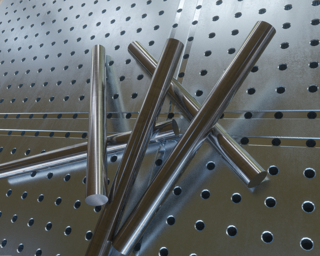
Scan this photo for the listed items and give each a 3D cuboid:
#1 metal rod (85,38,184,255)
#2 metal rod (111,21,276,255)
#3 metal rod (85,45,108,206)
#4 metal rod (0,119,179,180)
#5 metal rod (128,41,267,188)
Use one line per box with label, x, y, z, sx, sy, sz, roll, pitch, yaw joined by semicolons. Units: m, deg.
metal rod;-0.030;0.026;0.378;0.025;0.025;0.299;12;76;33
metal rod;0.039;0.010;0.351;0.025;0.025;0.299;33;89;38
metal rod;-0.089;-0.028;0.445;0.025;0.025;0.300;-23;46;14
metal rod;-0.117;0.035;0.445;0.301;0.025;0.025;-14;56;19
metal rod;0.030;-0.039;0.415;0.025;0.025;0.300;-39;51;2
